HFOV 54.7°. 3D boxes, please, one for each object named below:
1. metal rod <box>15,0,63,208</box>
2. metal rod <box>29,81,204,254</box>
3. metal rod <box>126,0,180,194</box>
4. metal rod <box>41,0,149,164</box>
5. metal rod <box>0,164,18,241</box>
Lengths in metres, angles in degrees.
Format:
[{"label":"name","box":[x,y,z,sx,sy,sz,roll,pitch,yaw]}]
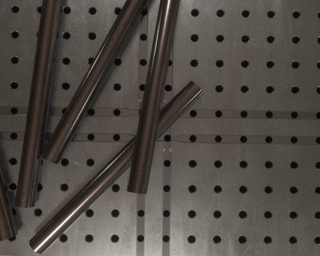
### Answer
[{"label":"metal rod","box":[-0.159,-0.045,0.411,0.025,0.025,0.298,8,90,-1]},{"label":"metal rod","box":[-0.057,0.051,0.412,0.300,0.025,0.025,-45,91,-1]},{"label":"metal rod","box":[-0.004,-0.068,0.396,0.025,0.025,0.298,10,83,-1]},{"label":"metal rod","box":[-0.074,-0.089,0.412,0.025,0.025,0.299,29,90,-1]},{"label":"metal rod","box":[-0.239,0.000,0.410,0.025,0.025,0.298,-15,90,0]}]
